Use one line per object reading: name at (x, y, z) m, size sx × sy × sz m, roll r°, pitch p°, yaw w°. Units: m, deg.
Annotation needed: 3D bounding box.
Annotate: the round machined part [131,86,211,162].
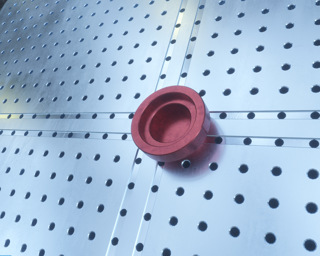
round machined part at (0.017, -0.002, 0.391) m, size 0.098 × 0.042 × 0.098 m, roll -13°, pitch 56°, yaw 21°
